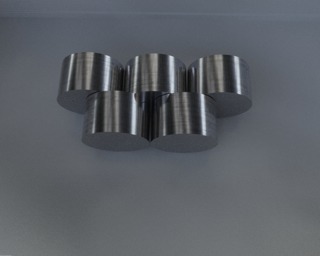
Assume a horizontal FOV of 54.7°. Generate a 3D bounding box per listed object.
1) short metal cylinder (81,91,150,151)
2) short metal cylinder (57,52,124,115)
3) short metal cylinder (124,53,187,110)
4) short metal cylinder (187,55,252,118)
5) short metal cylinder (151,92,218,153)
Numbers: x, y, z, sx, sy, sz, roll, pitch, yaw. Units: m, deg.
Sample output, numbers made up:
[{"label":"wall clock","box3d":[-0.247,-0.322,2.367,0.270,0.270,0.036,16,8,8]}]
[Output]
[{"label":"short metal cylinder","box3d":[-0.053,-0.006,0.380,0.080,0.080,0.050,1,70,0]},{"label":"short metal cylinder","box3d":[-0.087,-0.054,0.398,0.080,0.080,0.050,1,70,0]},{"label":"short metal cylinder","box3d":[-0.006,-0.052,0.397,0.080,0.080,0.050,1,70,0]},{"label":"short metal cylinder","box3d":[0.075,-0.051,0.397,0.080,0.080,0.050,2,70,0]},{"label":"short metal cylinder","box3d":[0.029,-0.004,0.380,0.080,0.080,0.050,1,70,0]}]
